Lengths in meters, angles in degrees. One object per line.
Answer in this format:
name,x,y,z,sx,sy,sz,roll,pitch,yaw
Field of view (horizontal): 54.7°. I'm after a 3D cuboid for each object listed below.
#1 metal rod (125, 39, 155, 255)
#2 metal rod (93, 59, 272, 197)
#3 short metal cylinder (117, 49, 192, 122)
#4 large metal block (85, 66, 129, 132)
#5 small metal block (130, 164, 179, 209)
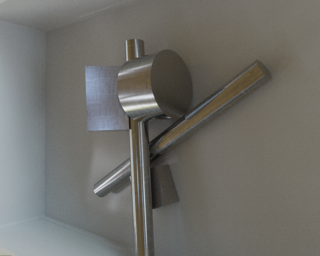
metal rod,-0.025,0.038,0.390,0.025,0.025,0.298,-6,85,39
metal rod,0.007,0.018,0.396,0.299,0.025,0.025,-38,67,33
short metal cylinder,-0.004,-0.048,0.370,0.050,0.081,0.080,-5,87,38
large metal block,-0.072,-0.036,0.420,0.080,0.050,0.080,165,102,-80
small metal block,-0.008,0.080,0.410,0.050,0.025,0.050,-27,74,36
